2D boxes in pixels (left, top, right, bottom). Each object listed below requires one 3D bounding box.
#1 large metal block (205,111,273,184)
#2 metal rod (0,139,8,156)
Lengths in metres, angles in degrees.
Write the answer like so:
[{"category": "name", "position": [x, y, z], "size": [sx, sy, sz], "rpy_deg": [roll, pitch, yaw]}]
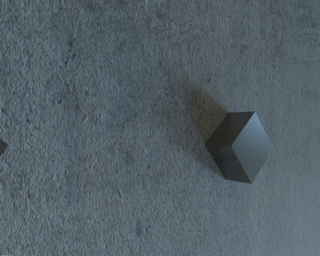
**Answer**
[{"category": "large metal block", "position": [0.129, 0.030, 0.500], "size": [0.080, 0.050, 0.080], "rpy_deg": [-48, 119, -29]}, {"category": "metal rod", "position": [-0.237, -0.070, 0.206], "size": [0.300, 0.025, 0.025], "rpy_deg": [47, 62, -30]}]
